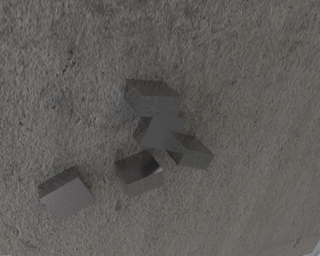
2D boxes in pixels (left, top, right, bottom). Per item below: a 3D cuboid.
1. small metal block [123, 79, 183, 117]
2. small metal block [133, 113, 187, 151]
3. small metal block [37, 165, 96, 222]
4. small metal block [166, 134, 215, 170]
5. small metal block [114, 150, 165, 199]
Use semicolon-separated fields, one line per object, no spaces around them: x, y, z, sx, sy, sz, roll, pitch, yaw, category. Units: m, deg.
-0.009;-0.036;0.363;0.050;0.050;0.025;-1;119;-28;small metal block
0.000;-0.001;0.406;0.050;0.025;0.050;13;112;-34;small metal block
-0.118;0.084;0.394;0.050;0.025;0.050;-30;129;-9;small metal block
0.038;0.031;0.430;0.050;0.050;0.025;13;112;-34;small metal block
-0.028;0.060;0.413;0.050;0.050;0.025;-19;126;-17;small metal block
